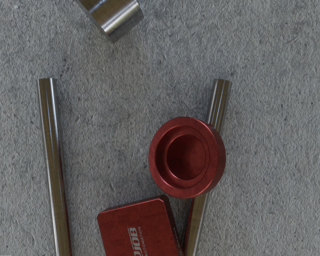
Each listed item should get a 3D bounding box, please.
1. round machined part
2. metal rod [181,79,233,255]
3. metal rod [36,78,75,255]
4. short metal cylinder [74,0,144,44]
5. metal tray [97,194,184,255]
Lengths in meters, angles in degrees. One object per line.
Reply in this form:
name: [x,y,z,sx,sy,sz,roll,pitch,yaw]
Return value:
round machined part: [0.037,0.037,0.386,0.098,0.042,0.097,-6,80,35]
metal rod: [0.053,0.084,0.410,0.025,0.025,0.298,12,90,0]
metal rod: [-0.134,0.085,0.408,0.025,0.025,0.298,-6,90,0]
short metal cylinder: [-0.065,-0.151,0.382,0.050,0.080,0.080,-41,90,0]
metal tray: [-0.019,0.159,0.393,0.090,0.030,0.129,-16,85,11]
